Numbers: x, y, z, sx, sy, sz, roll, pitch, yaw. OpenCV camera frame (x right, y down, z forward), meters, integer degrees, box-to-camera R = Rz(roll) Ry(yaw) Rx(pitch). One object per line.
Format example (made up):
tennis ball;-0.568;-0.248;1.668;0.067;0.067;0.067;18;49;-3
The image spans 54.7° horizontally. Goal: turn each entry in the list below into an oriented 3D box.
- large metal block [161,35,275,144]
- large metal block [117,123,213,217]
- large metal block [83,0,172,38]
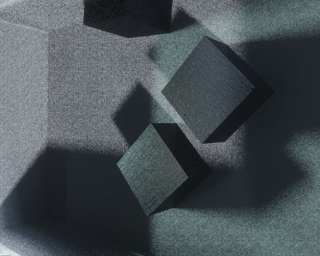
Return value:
large metal block;0.061;-0.040;0.340;0.080;0.050;0.080;-51;60;28
large metal block;0.003;0.050;0.388;0.080;0.050;0.080;-49;61;28
large metal block;-0.041;-0.155;0.405;0.080;0.081;0.050;7;95;40
